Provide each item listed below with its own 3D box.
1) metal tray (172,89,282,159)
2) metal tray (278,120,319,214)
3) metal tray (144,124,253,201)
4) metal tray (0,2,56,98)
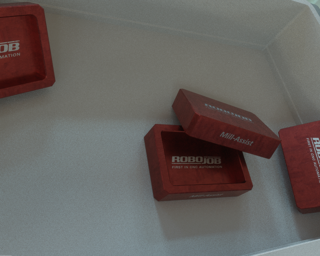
[{"bbox_3d":[0.089,-0.007,0.426,0.131,0.030,0.090,16,23,-19],"label":"metal tray"},{"bbox_3d":[0.237,0.054,0.459,0.030,0.090,0.130,47,35,-51],"label":"metal tray"},{"bbox_3d":[0.050,0.044,0.402,0.131,0.030,0.090,3,60,-27],"label":"metal tray"},{"bbox_3d":[-0.180,-0.075,0.313,0.131,0.089,0.030,-22,36,-36],"label":"metal tray"}]
